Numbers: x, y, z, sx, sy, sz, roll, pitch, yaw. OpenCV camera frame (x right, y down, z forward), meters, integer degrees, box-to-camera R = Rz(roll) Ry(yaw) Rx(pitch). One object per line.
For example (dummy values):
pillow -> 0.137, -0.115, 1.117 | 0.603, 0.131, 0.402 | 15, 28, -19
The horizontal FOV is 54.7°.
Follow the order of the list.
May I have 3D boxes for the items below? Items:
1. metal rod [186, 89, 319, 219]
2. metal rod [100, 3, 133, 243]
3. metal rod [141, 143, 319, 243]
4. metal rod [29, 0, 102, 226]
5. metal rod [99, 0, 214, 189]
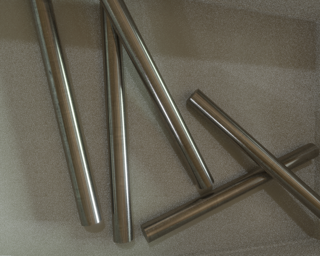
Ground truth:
metal rod -> 0.158, 0.052, 0.444 | 0.300, 0.025, 0.025 | 40, 77, -6
metal rod -> -0.055, -0.007, 0.390 | 0.025, 0.025, 0.298 | -4, 91, -20
metal rod -> 0.114, 0.087, 0.452 | 0.302, 0.025, 0.025 | -21, 97, -19
metal rod -> -0.114, -0.031, 0.368 | 0.025, 0.025, 0.298 | -13, 95, -20
metal rod -> -0.003, -0.049, 0.392 | 0.025, 0.025, 0.299 | -33, 107, -17
